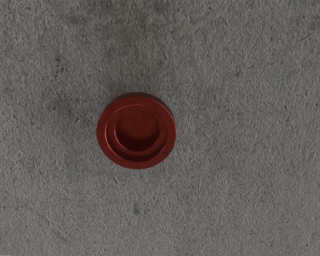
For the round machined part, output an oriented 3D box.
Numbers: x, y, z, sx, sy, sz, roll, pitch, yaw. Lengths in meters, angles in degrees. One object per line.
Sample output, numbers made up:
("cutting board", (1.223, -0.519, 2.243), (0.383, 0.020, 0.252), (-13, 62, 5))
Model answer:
("round machined part", (-0.029, 0.001, 0.401), (0.099, 0.042, 0.097), (0, 110, 0))
